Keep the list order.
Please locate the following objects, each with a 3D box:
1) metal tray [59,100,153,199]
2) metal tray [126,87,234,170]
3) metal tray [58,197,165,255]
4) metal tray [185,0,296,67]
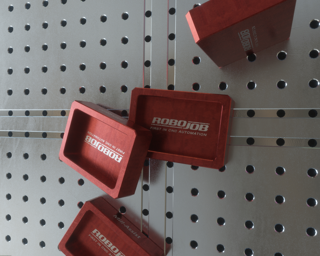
[{"bbox_3d":[-0.078,0.024,0.414,0.130,0.030,0.089,25,103,35],"label":"metal tray"},{"bbox_3d":[0.024,-0.002,0.401,0.130,0.030,0.090,7,92,19],"label":"metal tray"},{"bbox_3d":[-0.070,0.172,0.435,0.130,0.030,0.090,36,101,16],"label":"metal tray"},{"bbox_3d":[0.089,-0.106,0.326,0.090,0.130,0.030,-21,83,19],"label":"metal tray"}]
